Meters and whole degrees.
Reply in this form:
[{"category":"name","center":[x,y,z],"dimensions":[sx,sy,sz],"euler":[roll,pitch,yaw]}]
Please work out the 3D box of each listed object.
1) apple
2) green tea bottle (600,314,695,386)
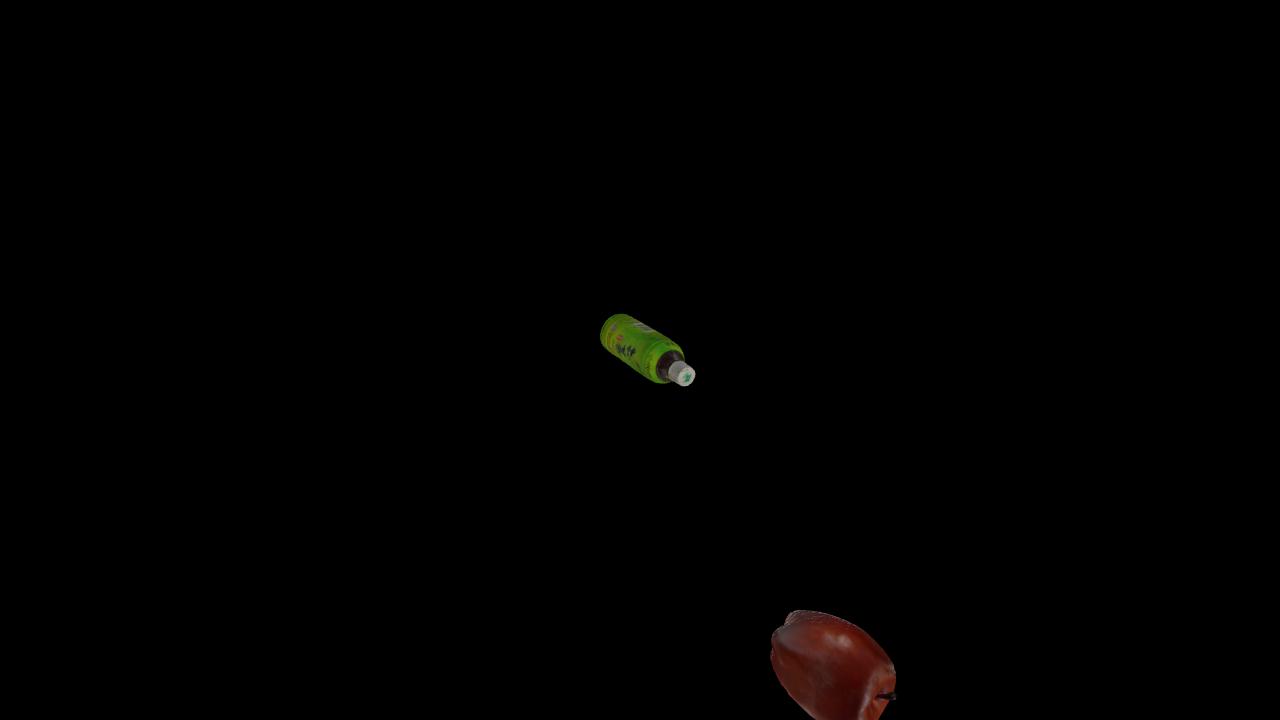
[{"category":"apple","center":[0.149,0.236,0.472],"dimensions":[0.093,0.079,0.079],"euler":[18,12,41]},{"category":"green tea bottle","center":[0.014,-0.013,0.952],"dimensions":[0.073,0.073,0.212],"euler":[0,18,-32]}]
